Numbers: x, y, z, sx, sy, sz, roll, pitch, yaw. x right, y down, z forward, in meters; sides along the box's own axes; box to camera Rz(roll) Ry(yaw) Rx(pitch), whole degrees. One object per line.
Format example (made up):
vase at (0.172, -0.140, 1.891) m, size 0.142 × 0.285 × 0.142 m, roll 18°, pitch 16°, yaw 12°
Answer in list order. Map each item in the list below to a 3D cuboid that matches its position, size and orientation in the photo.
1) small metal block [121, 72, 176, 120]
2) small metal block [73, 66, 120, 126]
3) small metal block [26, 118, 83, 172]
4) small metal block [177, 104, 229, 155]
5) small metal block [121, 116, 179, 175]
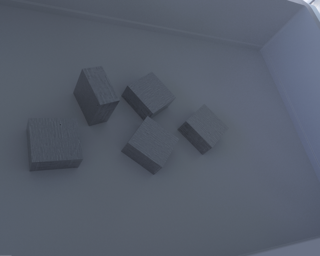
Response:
small metal block at (-0.015, -0.043, 0.425) m, size 0.050 × 0.025 × 0.050 m, roll 48°, pitch 51°, yaw 5°
small metal block at (-0.078, -0.038, 0.372) m, size 0.025 × 0.050 × 0.050 m, roll -18°, pitch 71°, yaw -35°
small metal block at (-0.114, 0.017, 0.334) m, size 0.050 × 0.025 × 0.050 m, roll -1°, pitch 62°, yaw -29°
small metal block at (0.062, 0.001, 0.440) m, size 0.050 × 0.025 × 0.050 m, roll 46°, pitch 51°, yaw 3°
small metal block at (-0.012, 0.021, 0.388) m, size 0.050 × 0.025 × 0.050 m, roll 37°, pitch 51°, yaw -4°
